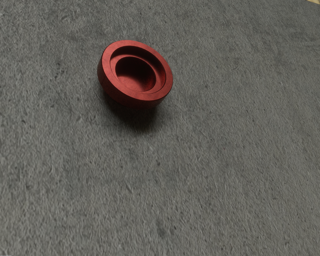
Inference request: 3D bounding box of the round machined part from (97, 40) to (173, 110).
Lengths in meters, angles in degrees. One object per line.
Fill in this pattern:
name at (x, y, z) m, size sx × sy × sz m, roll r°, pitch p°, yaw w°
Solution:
round machined part at (-0.036, -0.066, 0.413) m, size 0.099 × 0.042 × 0.098 m, roll 13°, pitch 56°, yaw -21°
